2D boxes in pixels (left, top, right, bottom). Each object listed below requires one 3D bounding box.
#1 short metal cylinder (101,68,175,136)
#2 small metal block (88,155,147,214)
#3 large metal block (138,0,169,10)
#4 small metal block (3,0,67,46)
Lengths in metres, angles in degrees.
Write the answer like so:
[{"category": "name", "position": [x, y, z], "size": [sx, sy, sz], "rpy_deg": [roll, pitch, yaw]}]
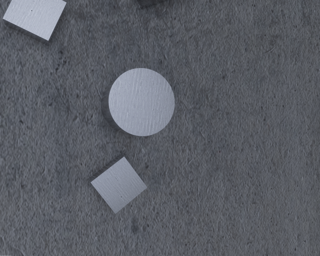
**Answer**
[{"category": "short metal cylinder", "position": [-0.028, -0.030, 0.385], "size": [0.081, 0.050, 0.079], "rpy_deg": [0, 90, -20]}, {"category": "small metal block", "position": [-0.053, 0.070, 0.389], "size": [0.050, 0.025, 0.050], "rpy_deg": [-38, 102, -16]}, {"category": "large metal block", "position": [0.002, -0.210, 0.396], "size": [0.081, 0.050, 0.080], "rpy_deg": [-27, 99, -18]}, {"category": "small metal block", "position": [-0.143, -0.131, 0.356], "size": [0.050, 0.025, 0.050], "rpy_deg": [24, 82, -19]}]
